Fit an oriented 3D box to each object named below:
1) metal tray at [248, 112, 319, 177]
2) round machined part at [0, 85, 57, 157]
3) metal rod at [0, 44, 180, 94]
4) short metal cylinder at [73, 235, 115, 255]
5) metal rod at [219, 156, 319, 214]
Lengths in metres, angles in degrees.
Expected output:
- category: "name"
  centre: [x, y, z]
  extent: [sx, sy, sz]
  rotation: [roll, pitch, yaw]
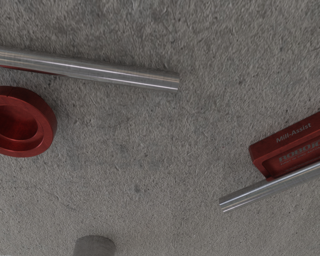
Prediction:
- category: "metal tray"
  centre: [0.205, 0.033, 0.434]
  extent: [0.130, 0.030, 0.090]
  rotation: [-31, 124, 23]
- category: "round machined part"
  centre: [-0.177, -0.012, 0.384]
  extent: [0.099, 0.042, 0.097]
  rotation: [0, 130, 0]
- category: "metal rod"
  centre: [-0.128, -0.072, 0.344]
  extent: [0.302, 0.025, 0.025]
  rotation: [8, 130, -7]
- category: "short metal cylinder"
  centre: [-0.130, 0.254, 0.606]
  extent: [0.081, 0.050, 0.079]
  rotation: [0, 130, 0]
- category: "metal rod"
  centre: [0.216, 0.050, 0.411]
  extent: [0.300, 0.025, 0.025]
  rotation: [-29, 125, 22]
